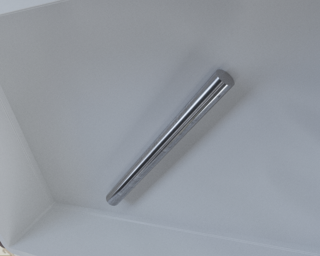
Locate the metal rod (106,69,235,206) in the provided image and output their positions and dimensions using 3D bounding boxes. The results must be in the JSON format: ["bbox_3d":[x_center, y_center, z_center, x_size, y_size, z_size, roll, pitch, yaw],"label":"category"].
[{"bbox_3d":[-0.004,0.033,0.431,0.025,0.025,0.298,41,129,0],"label":"metal rod"}]
